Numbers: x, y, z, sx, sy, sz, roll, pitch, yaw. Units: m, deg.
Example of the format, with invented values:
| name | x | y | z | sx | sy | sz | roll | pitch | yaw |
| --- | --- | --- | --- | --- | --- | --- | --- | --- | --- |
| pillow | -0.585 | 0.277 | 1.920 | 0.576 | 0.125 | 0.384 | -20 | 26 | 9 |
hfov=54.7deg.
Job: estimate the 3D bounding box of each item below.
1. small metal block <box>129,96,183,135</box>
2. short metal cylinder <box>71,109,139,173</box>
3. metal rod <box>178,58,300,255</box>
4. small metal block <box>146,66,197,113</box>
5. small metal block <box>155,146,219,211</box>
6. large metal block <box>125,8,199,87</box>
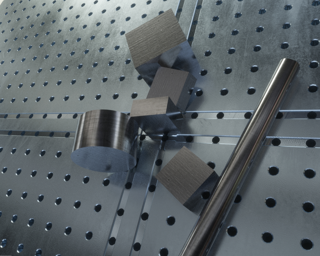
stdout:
| name | x | y | z | sx | sy | sz | roll | pitch | yaw |
| --- | --- | --- | --- | --- | --- | --- | --- | --- | --- |
| small metal block | -0.004 | -0.015 | 0.402 | 0.050 | 0.050 | 0.025 | -4 | 60 | 26 |
| short metal cylinder | -0.068 | 0.019 | 0.396 | 0.080 | 0.080 | 0.050 | -11 | 57 | 22 |
| metal rod | 0.081 | 0.049 | 0.335 | 0.025 | 0.025 | 0.300 | 21 | 72 | 35 |
| small metal block | 0.016 | -0.053 | 0.424 | 0.050 | 0.025 | 0.050 | 18 | 85 | 34 |
| small metal block | 0.031 | 0.057 | 0.356 | 0.050 | 0.025 | 0.050 | -46 | 52 | -5 |
| large metal block | 0.001 | -0.119 | 0.463 | 0.080 | 0.050 | 0.080 | -26 | 53 | 11 |
